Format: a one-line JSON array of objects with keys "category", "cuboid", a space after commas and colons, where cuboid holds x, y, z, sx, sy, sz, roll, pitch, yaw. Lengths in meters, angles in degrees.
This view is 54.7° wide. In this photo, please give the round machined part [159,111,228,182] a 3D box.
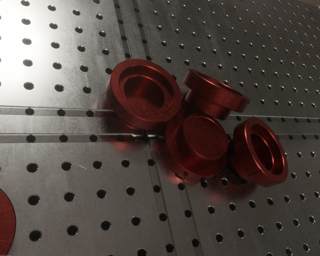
[{"category": "round machined part", "cuboid": [0.051, 0.019, 0.415, 0.099, 0.042, 0.098, 14, 56, -21]}]

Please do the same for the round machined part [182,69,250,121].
[{"category": "round machined part", "cuboid": [0.076, -0.045, 0.448, 0.098, 0.042, 0.098, 25, 16, -7]}]

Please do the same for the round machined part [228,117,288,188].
[{"category": "round machined part", "cuboid": [0.134, 0.037, 0.439, 0.099, 0.042, 0.098, 25, 49, -33]}]

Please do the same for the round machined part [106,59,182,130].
[{"category": "round machined part", "cuboid": [-0.024, -0.040, 0.410, 0.099, 0.042, 0.098, 14, 56, -20]}]

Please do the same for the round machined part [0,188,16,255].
[{"category": "round machined part", "cuboid": [-0.172, 0.084, 0.254, 0.099, 0.042, 0.098, 14, 56, -21]}]
